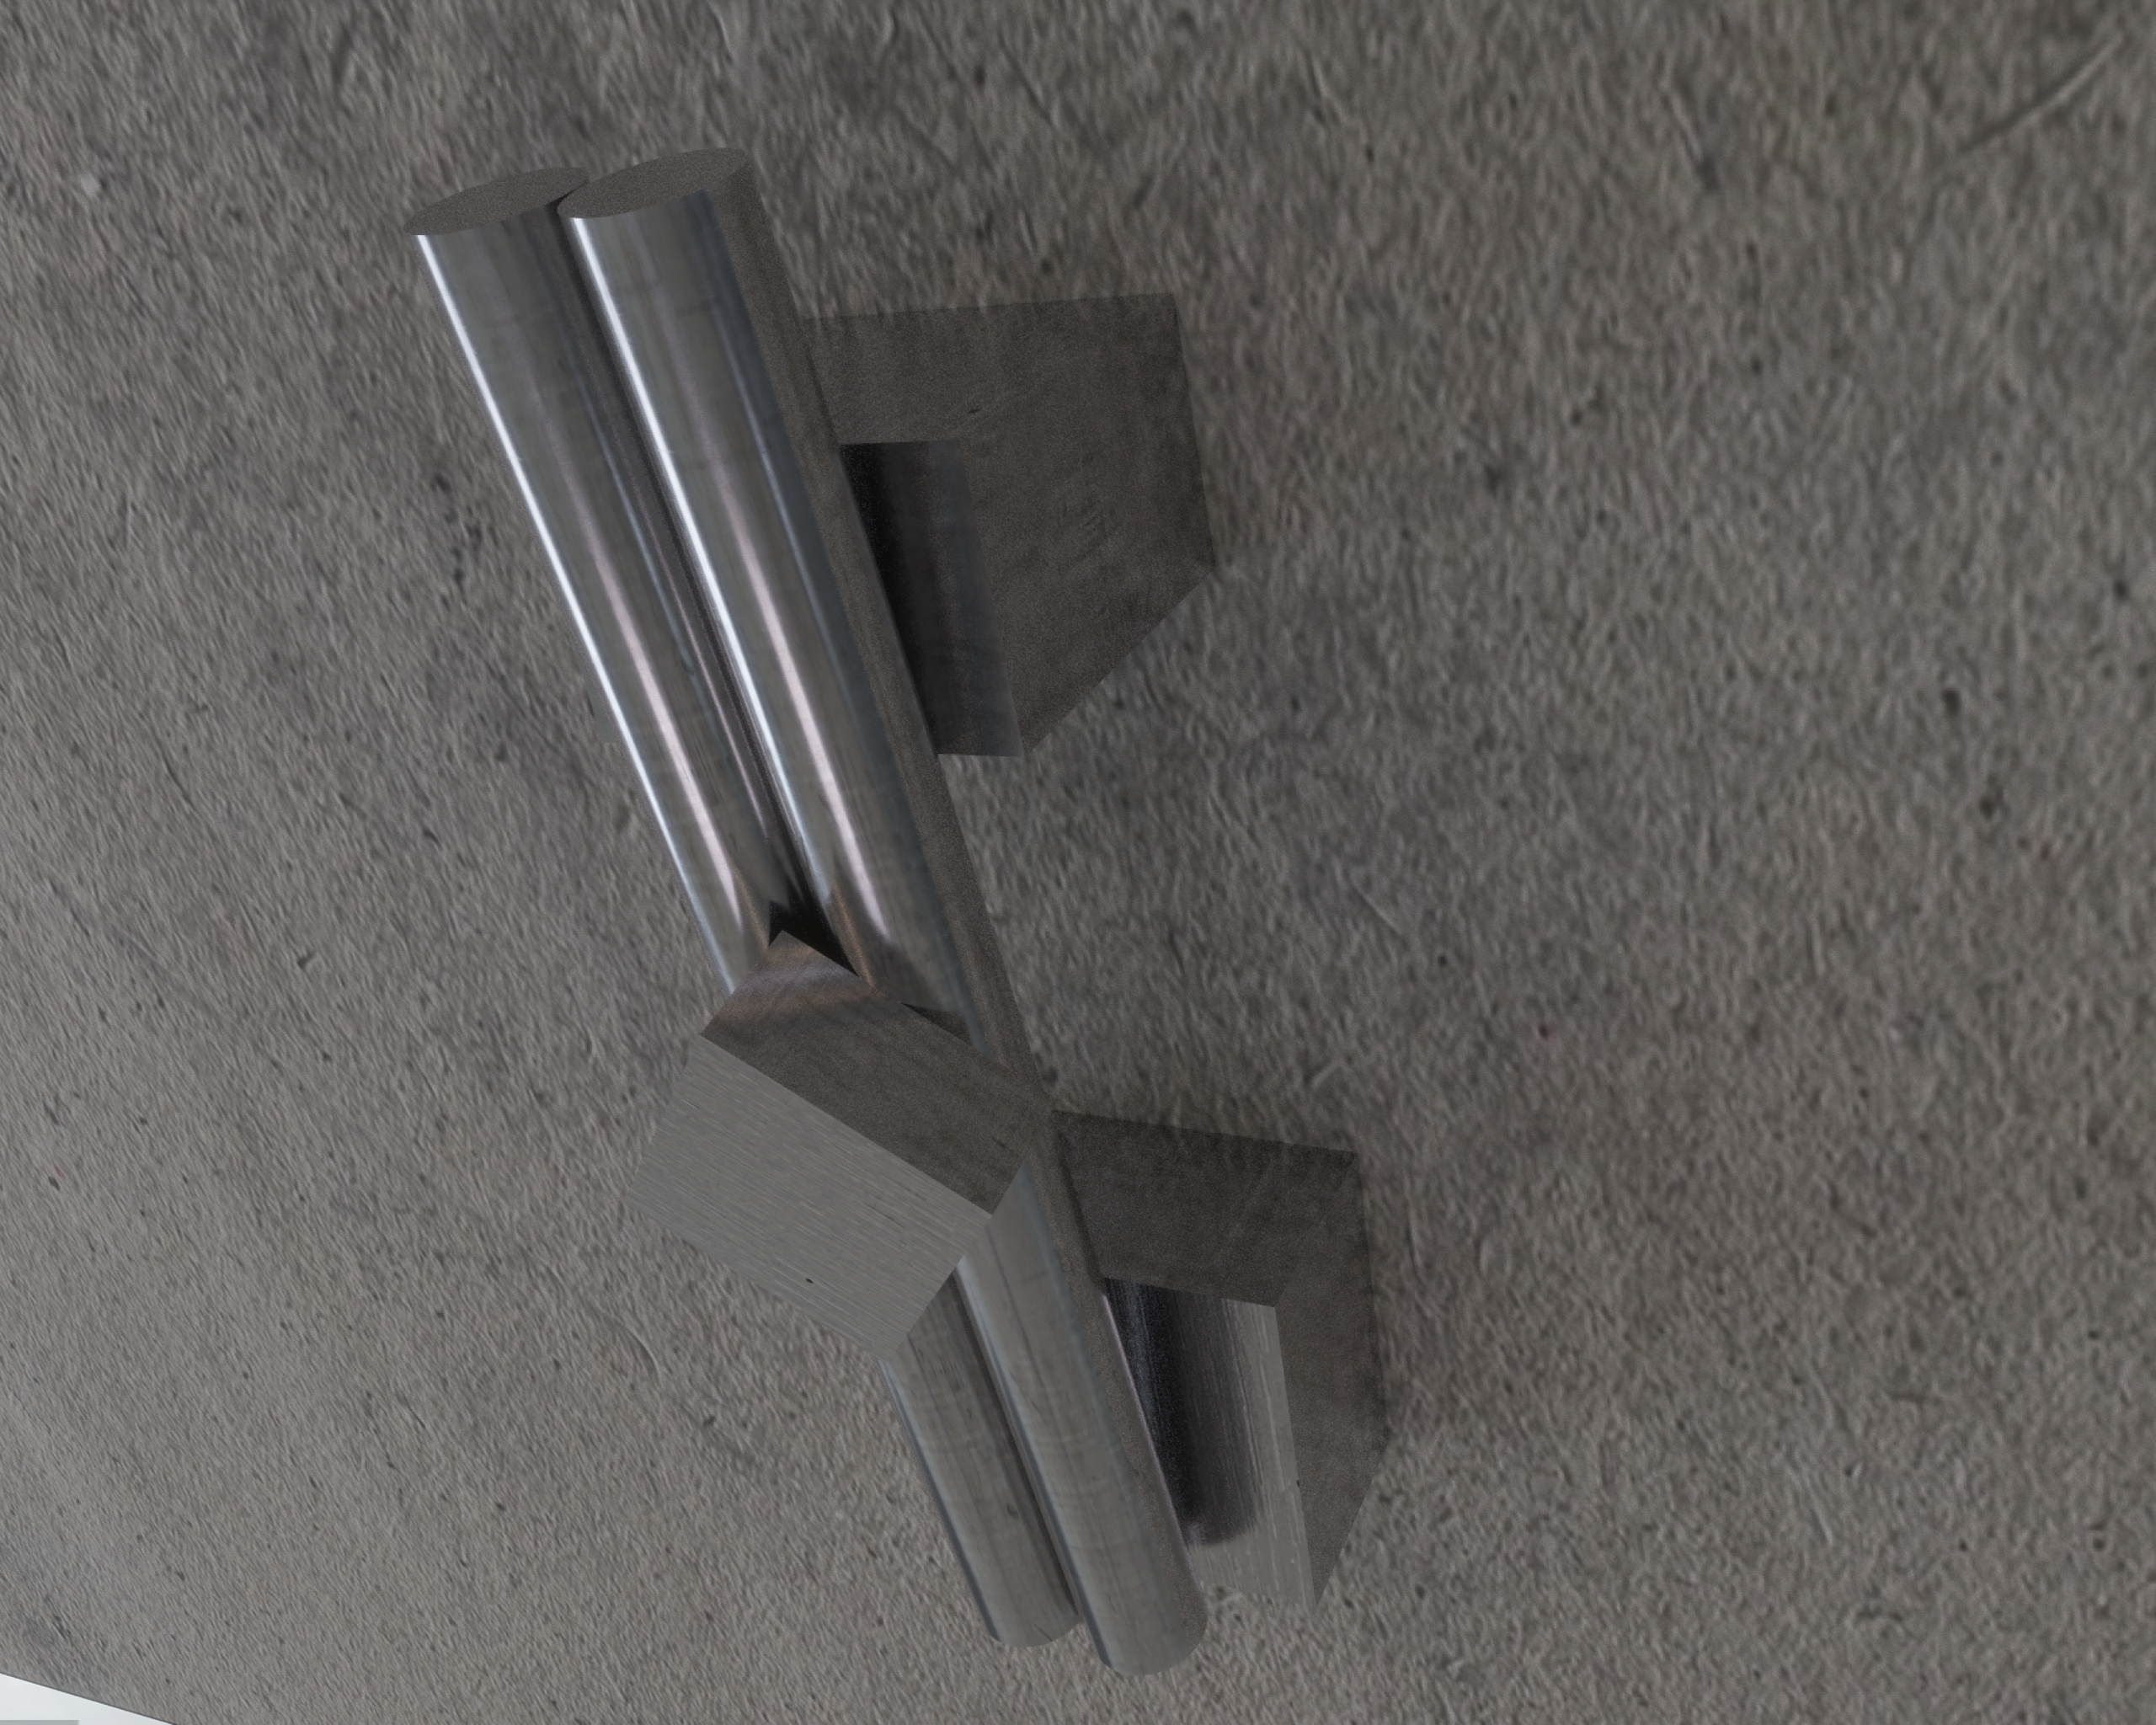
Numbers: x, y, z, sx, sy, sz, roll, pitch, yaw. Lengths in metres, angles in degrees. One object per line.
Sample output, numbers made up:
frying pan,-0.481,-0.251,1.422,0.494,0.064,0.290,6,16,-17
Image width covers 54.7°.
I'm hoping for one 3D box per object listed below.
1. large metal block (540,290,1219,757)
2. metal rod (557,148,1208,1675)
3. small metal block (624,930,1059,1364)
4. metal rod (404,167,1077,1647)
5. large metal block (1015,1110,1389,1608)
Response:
large metal block,-0.032,-0.059,0.353,0.080,0.080,0.050,3,120,26
metal rod,-0.020,0.034,0.346,0.025,0.025,0.298,3,127,27
small metal block,-0.038,0.046,0.331,0.050,0.025,0.050,32,134,0
metal rod,-0.043,0.033,0.357,0.025,0.025,0.298,3,127,27
large metal block,0.017,0.103,0.446,0.080,0.050,0.079,5,121,25
